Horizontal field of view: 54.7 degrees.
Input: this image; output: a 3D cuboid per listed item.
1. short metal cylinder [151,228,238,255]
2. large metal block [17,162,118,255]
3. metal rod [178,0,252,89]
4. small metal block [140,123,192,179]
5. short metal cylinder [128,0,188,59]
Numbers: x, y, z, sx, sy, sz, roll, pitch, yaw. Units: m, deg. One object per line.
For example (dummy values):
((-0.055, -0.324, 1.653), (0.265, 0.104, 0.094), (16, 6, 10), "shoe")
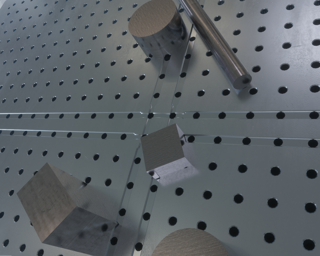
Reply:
((0.035, 0.140, 0.288), (0.080, 0.050, 0.080), (-13, 56, 21), "short metal cylinder")
((-0.110, 0.097, 0.371), (0.050, 0.080, 0.080), (-47, 51, -4), "large metal block")
((0.062, -0.169, 0.479), (0.025, 0.025, 0.299), (-28, 52, 10), "metal rod")
((0.007, 0.029, 0.387), (0.050, 0.025, 0.050), (-23, 53, 14), "small metal block")
((-0.003, -0.158, 0.490), (0.080, 0.050, 0.080), (-13, 56, 21), "short metal cylinder")
